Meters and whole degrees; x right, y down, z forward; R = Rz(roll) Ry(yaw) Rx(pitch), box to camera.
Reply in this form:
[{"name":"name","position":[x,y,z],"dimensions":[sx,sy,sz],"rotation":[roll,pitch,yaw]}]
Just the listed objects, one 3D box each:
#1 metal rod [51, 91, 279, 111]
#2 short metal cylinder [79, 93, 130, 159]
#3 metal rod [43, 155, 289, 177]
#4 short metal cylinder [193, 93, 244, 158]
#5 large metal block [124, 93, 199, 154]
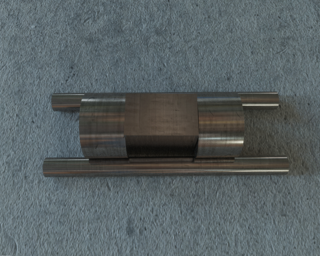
[{"name":"metal rod","position":[0.007,-0.036,0.423],"dimensions":[0.302,0.025,0.025],"rotation":[0,70,-1]},{"name":"short metal cylinder","position":[-0.064,-0.003,0.380],"dimensions":[0.050,0.080,0.080],"rotation":[-1,70,0]},{"name":"metal rod","position":[0.008,0.048,0.392],"dimensions":[0.302,0.025,0.025],"rotation":[0,70,-1]},{"name":"short metal cylinder","position":[0.068,-0.003,0.381],"dimensions":[0.050,0.080,0.080],"rotation":[-1,70,0]},{"name":"large metal block","position":[0.002,-0.002,0.378],"dimensions":[0.081,0.080,0.050],"rotation":[0,70,0]}]
